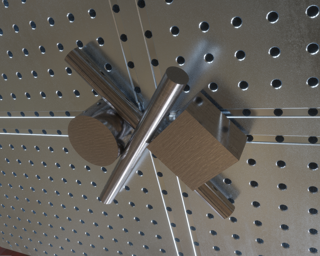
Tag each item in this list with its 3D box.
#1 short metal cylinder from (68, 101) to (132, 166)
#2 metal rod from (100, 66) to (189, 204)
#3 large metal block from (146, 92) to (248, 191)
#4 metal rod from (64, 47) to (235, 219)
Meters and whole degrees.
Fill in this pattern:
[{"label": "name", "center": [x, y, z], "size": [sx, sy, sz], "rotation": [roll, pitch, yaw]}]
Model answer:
[{"label": "short metal cylinder", "center": [-0.081, 0.007, 0.437], "size": [0.080, 0.050, 0.079], "rotation": [13, 124, 21]}, {"label": "metal rod", "center": [-0.036, 0.033, 0.419], "size": [0.025, 0.025, 0.298], "rotation": [36, 137, 4]}, {"label": "large metal block", "center": [0.044, 0.017, 0.376], "size": [0.080, 0.050, 0.080], "rotation": [44, 129, -2]}, {"label": "metal rod", "center": [-0.011, 0.010, 0.417], "size": [0.300, 0.025, 0.025], "rotation": [45, 129, -4]}]
